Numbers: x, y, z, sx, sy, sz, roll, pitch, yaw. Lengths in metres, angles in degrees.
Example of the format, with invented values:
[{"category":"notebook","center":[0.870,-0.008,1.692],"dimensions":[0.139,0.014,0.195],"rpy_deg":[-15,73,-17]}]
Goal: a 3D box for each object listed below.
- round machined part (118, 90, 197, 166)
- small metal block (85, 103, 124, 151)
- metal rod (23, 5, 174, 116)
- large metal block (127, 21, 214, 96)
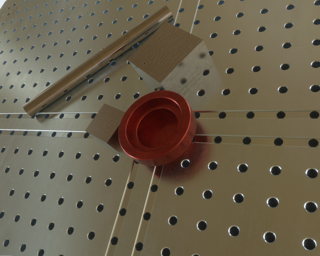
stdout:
[{"category":"round machined part","center":[0.000,0.004,0.395],"dimensions":[0.098,0.042,0.098],"rpy_deg":[-13,56,21]},{"category":"small metal block","center":[-0.072,-0.002,0.447],"dimensions":[0.050,0.025,0.050],"rpy_deg":[24,74,36]},{"category":"metal rod","center":[-0.109,-0.113,0.534],"dimensions":[0.300,0.025,0.025],"rpy_deg":[-33,52,6]},{"category":"large metal block","center":[0.015,-0.095,0.443],"dimensions":[0.080,0.050,0.080],"rpy_deg":[-46,51,-4]}]
